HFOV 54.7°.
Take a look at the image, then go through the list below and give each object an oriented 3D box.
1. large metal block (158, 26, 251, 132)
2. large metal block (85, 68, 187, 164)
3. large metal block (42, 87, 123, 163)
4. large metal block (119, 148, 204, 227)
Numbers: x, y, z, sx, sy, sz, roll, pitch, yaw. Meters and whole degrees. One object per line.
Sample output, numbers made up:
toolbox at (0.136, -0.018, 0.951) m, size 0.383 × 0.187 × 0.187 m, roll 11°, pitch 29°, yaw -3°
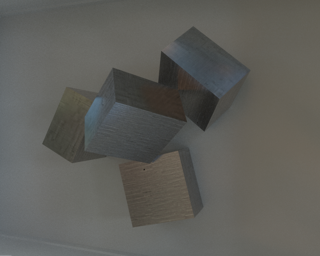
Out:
large metal block at (0.045, -0.054, 0.358) m, size 0.080 × 0.080 × 0.050 m, roll 43°, pitch 70°, yaw 15°
large metal block at (-0.030, -0.009, 0.342) m, size 0.080 × 0.081 × 0.050 m, roll -51°, pitch 37°, yaw 38°
large metal block at (-0.097, -0.004, 0.415) m, size 0.050 × 0.080 × 0.080 m, roll 29°, pitch 99°, yaw 18°
large metal block at (0.002, 0.075, 0.396) m, size 0.080 × 0.050 × 0.080 m, roll -15°, pitch 85°, yaw 19°
